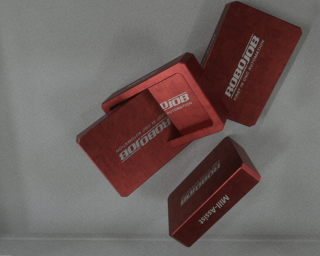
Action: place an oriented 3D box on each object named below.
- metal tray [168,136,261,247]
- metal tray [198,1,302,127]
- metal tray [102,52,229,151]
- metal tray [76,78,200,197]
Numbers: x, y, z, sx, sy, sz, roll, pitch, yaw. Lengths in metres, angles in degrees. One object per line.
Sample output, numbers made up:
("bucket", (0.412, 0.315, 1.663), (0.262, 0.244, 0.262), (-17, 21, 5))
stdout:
("metal tray", (0.064, 0.080, 0.406), (0.030, 0.090, 0.130), (38, 106, -13))
("metal tray", (0.100, -0.076, 0.381), (0.090, 0.030, 0.129), (20, 109, -7))
("metal tray", (0.004, -0.021, 0.372), (0.130, 0.030, 0.090), (-22, 111, 35))
("metal tray", (-0.024, 0.009, 0.382), (0.130, 0.030, 0.090), (-39, 106, -14))
